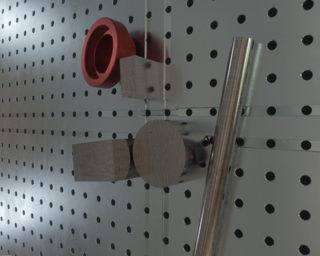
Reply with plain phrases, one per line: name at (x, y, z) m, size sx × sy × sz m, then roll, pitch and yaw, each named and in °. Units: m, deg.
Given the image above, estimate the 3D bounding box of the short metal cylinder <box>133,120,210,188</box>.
short metal cylinder at (0.013, 0.030, 0.381) m, size 0.080 × 0.050 × 0.079 m, roll 0°, pitch 90°, yaw 39°

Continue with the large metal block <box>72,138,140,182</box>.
large metal block at (-0.060, 0.042, 0.421) m, size 0.080 × 0.081 × 0.050 m, roll -8°, pitch 85°, yaw 39°

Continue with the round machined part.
round machined part at (-0.071, -0.105, 0.448) m, size 0.098 × 0.042 × 0.097 m, roll -6°, pitch 82°, yaw 48°

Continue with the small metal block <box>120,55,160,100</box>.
small metal block at (-0.026, -0.065, 0.411) m, size 0.025 × 0.050 × 0.050 m, roll -4°, pitch 87°, yaw 33°

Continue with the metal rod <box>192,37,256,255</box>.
metal rod at (0.067, 0.050, 0.352) m, size 0.025 × 0.025 × 0.298 m, roll 15°, pitch 99°, yaw 38°
